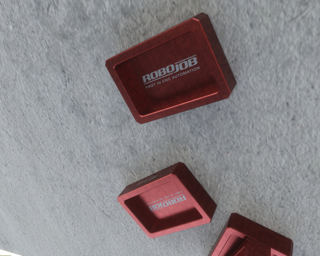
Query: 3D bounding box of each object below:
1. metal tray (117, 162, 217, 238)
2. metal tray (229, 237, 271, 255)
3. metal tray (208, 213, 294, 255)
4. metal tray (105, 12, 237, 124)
[{"bbox_3d":[0.008,0.113,0.467,0.130,0.030,0.090,-30,102,37],"label":"metal tray"},{"bbox_3d":[0.102,0.215,0.411,0.030,0.090,0.129,20,136,3],"label":"metal tray"},{"bbox_3d":[0.124,0.193,0.456,0.090,0.030,0.129,24,127,13],"label":"metal tray"},{"bbox_3d":[0.010,-0.063,0.358,0.130,0.030,0.090,-16,111,34],"label":"metal tray"}]
